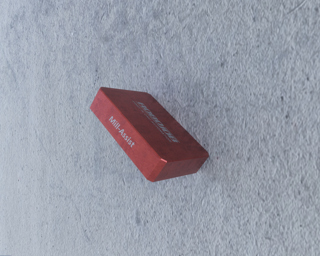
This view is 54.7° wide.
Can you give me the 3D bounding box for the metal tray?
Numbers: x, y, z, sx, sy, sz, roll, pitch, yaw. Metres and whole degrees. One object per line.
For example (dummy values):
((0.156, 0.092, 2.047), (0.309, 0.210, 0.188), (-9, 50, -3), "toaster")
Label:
((-0.013, 0.003, 0.373), (0.130, 0.091, 0.030), (47, 118, 29), "metal tray")
